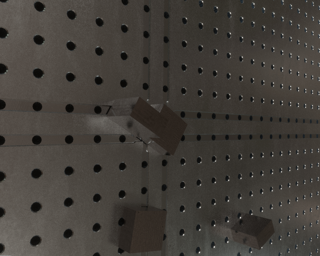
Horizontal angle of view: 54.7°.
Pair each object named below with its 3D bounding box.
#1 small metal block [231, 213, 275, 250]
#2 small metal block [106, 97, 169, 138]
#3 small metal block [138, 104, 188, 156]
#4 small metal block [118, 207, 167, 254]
[{"bbox_3d":[0.159,0.176,0.530,0.050,0.050,0.025,-28,108,-37],"label":"small metal block"},{"bbox_3d":[-0.027,-0.012,0.372,0.050,0.050,0.025,37,67,-34],"label":"small metal block"},{"bbox_3d":[0.004,0.003,0.414,0.050,0.025,0.050,40,66,-33],"label":"small metal block"},{"bbox_3d":[-0.021,0.128,0.394,0.050,0.025,0.050,14,81,-40],"label":"small metal block"}]
